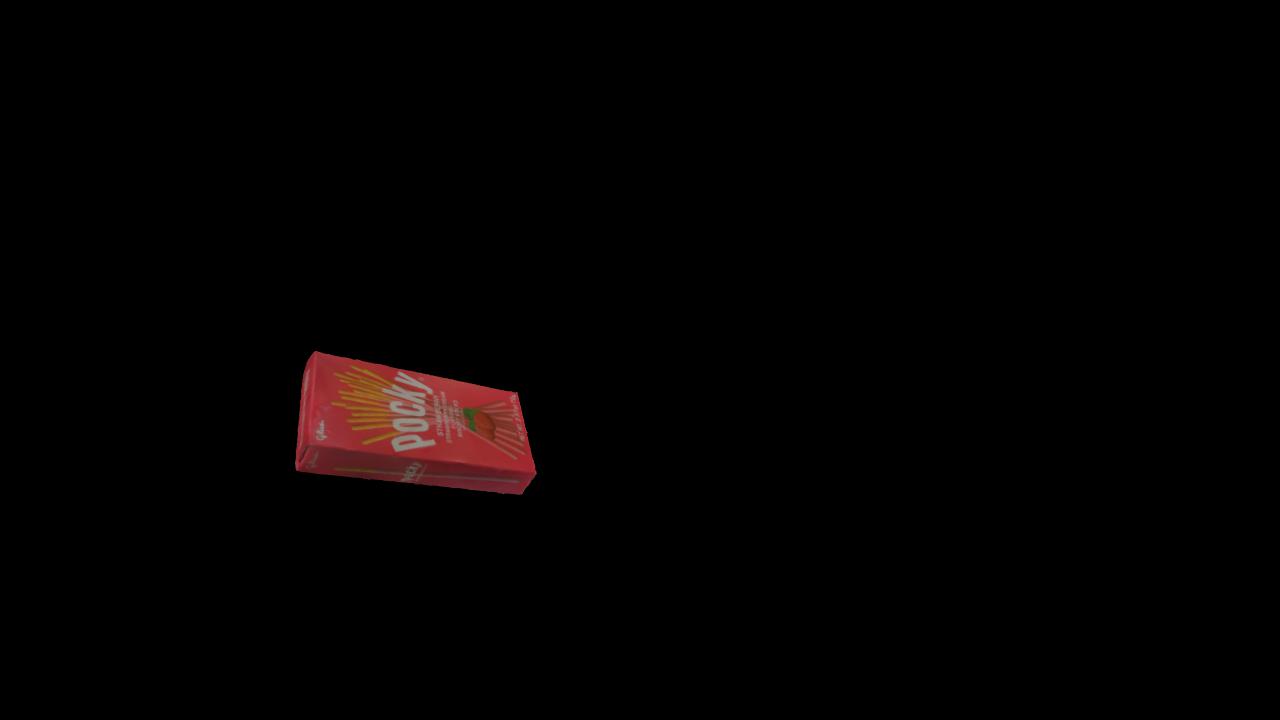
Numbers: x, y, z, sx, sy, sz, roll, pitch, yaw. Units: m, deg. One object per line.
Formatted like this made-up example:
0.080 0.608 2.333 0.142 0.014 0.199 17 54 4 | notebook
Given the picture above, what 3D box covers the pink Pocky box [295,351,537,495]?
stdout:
-0.152 0.046 0.432 0.155 0.029 0.084 16 35 -35 | pink Pocky box
